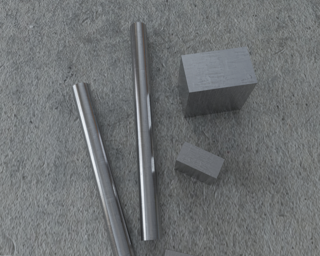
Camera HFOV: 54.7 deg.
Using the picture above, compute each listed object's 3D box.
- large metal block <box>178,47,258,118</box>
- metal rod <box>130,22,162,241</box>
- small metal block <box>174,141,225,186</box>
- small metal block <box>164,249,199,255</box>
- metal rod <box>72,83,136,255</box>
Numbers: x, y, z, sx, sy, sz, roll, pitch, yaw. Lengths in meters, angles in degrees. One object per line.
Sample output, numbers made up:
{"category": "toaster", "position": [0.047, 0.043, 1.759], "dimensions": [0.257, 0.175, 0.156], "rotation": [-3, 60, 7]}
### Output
{"category": "large metal block", "position": [0.069, -0.056, 0.400], "dimensions": [0.081, 0.080, 0.050], "rotation": [-9, 71, -4]}
{"category": "metal rod", "position": [-0.021, -0.010, 0.411], "dimensions": [0.025, 0.025, 0.299], "rotation": [-4, 70, -2]}
{"category": "small metal block", "position": [0.046, 0.045, 0.379], "dimensions": [0.050, 0.050, 0.025], "rotation": [24, 72, 8]}
{"category": "small metal block", "position": [0.026, 0.167, 0.347], "dimensions": [0.050, 0.025, 0.050], "rotation": [11, 70, 3]}
{"category": "metal rod", "position": [-0.063, 0.078, 0.378], "dimensions": [0.025, 0.025, 0.299], "rotation": [-17, 71, -6]}
